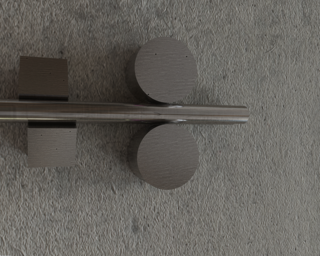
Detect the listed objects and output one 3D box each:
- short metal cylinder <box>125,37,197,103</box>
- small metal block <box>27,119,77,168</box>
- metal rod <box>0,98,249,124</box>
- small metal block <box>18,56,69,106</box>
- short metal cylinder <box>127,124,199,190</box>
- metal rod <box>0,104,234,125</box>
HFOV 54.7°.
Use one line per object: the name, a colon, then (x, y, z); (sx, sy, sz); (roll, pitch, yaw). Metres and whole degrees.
short metal cylinder: (0.000, -0.070, 0.397); (0.081, 0.050, 0.079); (0, 90, -20)
small metal block: (-0.123, 0.017, 0.354); (0.050, 0.025, 0.050); (0, 117, -21)
metal rod: (-0.027, -0.018, 0.374); (0.303, 0.025, 0.025); (0, 90, -20)
small metal block: (-0.131, -0.052, 0.352); (0.050, 0.025, 0.050); (0, 63, -20)
short metal cylinder: (0.003, 0.035, 0.398); (0.081, 0.050, 0.079); (0, 90, -20)
metal rod: (-0.037, -0.018, 0.397); (0.303, 0.025, 0.025); (0, 90, -20)
